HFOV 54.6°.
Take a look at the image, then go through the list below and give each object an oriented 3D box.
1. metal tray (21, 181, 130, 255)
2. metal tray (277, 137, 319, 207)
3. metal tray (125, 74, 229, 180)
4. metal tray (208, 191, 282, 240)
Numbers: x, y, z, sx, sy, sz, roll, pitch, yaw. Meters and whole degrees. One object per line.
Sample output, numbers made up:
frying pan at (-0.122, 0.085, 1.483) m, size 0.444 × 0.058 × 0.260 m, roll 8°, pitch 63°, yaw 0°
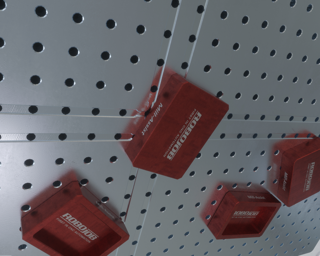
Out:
metal tray at (-0.113, 0.142, 0.433) m, size 0.090 × 0.030 × 0.130 m, roll -37°, pitch 129°, yaw -4°
metal tray at (0.285, 0.089, 0.617) m, size 0.091 × 0.030 × 0.129 m, roll -21°, pitch 127°, yaw -16°
metal tray at (0.024, 0.003, 0.422) m, size 0.090 × 0.030 × 0.129 m, roll 23°, pitch 106°, yaw -37°
metal tray at (0.166, 0.170, 0.602) m, size 0.131 × 0.030 × 0.089 m, roll 11°, pitch 113°, yaw -33°
